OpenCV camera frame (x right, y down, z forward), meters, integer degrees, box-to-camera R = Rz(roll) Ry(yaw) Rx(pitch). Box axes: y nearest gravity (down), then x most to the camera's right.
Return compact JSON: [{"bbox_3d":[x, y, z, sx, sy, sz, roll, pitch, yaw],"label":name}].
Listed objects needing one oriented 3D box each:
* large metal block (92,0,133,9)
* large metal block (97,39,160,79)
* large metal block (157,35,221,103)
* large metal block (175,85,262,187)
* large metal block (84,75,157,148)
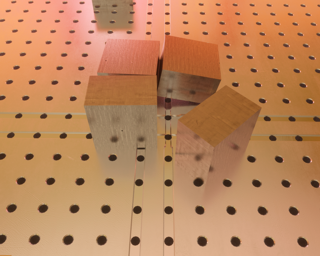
[{"bbox_3d":[-0.096,-0.287,0.631,0.081,0.050,0.080,-2,50,-2],"label":"large metal block"},{"bbox_3d":[-0.043,-0.088,0.465,0.080,0.050,0.080,3,50,2],"label":"large metal block"},{"bbox_3d":[0.041,-0.086,0.456,0.081,0.050,0.080,9,50,-6],"label":"large metal block"},{"bbox_3d":[0.065,0.010,0.365,0.080,0.080,0.050,-36,59,-26],"label":"large metal block"},{"bbox_3d":[-0.044,-0.019,0.387,0.081,0.080,0.050,-1,50,-1],"label":"large metal block"}]
